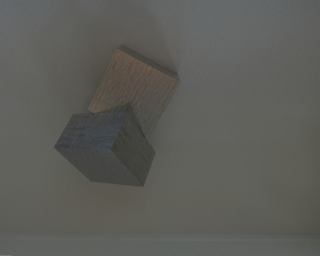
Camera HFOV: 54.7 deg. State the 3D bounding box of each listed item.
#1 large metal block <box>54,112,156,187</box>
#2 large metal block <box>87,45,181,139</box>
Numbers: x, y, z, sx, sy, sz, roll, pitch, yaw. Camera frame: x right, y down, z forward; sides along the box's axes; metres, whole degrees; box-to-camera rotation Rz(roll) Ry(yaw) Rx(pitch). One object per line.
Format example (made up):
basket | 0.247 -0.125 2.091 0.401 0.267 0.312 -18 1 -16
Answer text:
large metal block | -0.063 0.027 0.375 0.080 0.050 0.080 0 142 28
large metal block | -0.031 -0.045 0.381 0.080 0.050 0.080 26 108 -10
